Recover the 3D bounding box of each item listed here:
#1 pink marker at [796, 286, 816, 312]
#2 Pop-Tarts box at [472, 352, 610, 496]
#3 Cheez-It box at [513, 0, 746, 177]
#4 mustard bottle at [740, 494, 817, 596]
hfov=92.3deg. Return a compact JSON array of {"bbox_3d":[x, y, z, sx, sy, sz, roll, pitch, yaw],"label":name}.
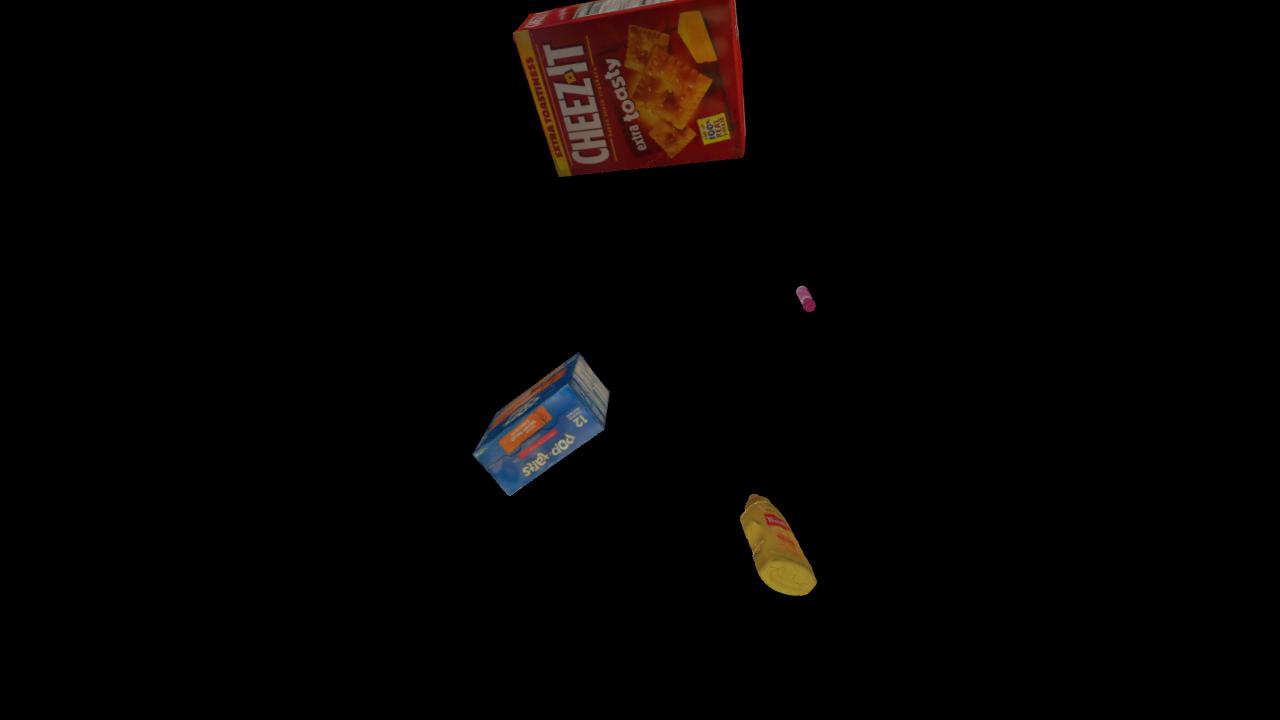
[{"bbox_3d":[0.260,-0.097,0.965,0.020,0.020,0.121,0,17,9],"label":"pink marker"},{"bbox_3d":[-0.133,0.085,0.867,0.167,0.083,0.141,-36,15,12],"label":"Pop-Tarts box"},{"bbox_3d":[-0.003,-0.296,0.663,0.223,0.166,0.071,-2,44,14],"label":"Cheez-It box"},{"bbox_3d":[0.194,0.262,0.921,0.092,0.054,0.184,22,20,-15],"label":"mustard bottle"}]
